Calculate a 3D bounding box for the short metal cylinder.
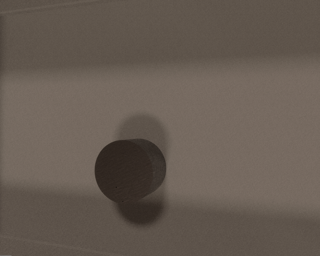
[{"bbox_3d":[-0.038,0.055,0.410,0.080,0.050,0.079,0,90,19],"label":"short metal cylinder"}]
